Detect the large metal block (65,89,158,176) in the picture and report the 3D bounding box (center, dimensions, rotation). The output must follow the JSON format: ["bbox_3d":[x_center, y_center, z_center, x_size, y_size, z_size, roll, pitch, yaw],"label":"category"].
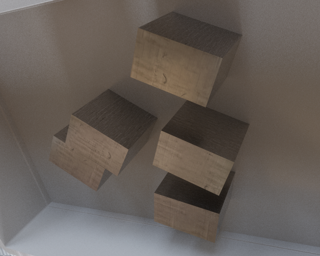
[{"bbox_3d":[-0.062,0.003,0.406,0.080,0.080,0.050,31,128,7],"label":"large metal block"}]

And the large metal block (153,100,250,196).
[{"bbox_3d":[0.049,0.019,0.358,0.080,0.080,0.050,24,127,13],"label":"large metal block"}]

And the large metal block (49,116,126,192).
[{"bbox_3d":[-0.095,0.029,0.439,0.080,0.080,0.050,31,128,7],"label":"large metal block"}]

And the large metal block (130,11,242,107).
[{"bbox_3d":[0.028,-0.073,0.312,0.080,0.080,0.050,24,127,13],"label":"large metal block"}]

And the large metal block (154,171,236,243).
[{"bbox_3d":[0.046,0.089,0.403,0.080,0.080,0.050,14,124,20],"label":"large metal block"}]
